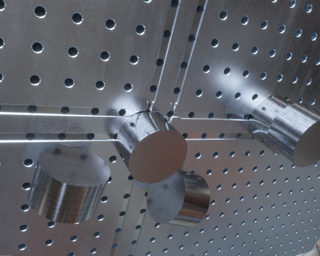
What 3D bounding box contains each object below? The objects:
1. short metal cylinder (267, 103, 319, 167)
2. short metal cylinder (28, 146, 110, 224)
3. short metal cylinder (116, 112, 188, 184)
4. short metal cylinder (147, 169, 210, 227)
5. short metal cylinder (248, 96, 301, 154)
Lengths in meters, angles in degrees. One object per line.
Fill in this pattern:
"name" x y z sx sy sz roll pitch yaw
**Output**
"short metal cylinder" 0.205 0.010 0.448 0.081 0.050 0.079 -14 124 -21
"short metal cylinder" -0.104 0.063 0.358 0.081 0.080 0.050 9 114 -33
"short metal cylinder" -0.012 0.025 0.404 0.081 0.050 0.079 -14 124 -21
"short metal cylinder" 0.026 0.101 0.452 0.050 0.080 0.080 22 106 -36
"short metal cylinder" 0.190 -0.005 0.496 0.081 0.050 0.079 -14 124 -21
